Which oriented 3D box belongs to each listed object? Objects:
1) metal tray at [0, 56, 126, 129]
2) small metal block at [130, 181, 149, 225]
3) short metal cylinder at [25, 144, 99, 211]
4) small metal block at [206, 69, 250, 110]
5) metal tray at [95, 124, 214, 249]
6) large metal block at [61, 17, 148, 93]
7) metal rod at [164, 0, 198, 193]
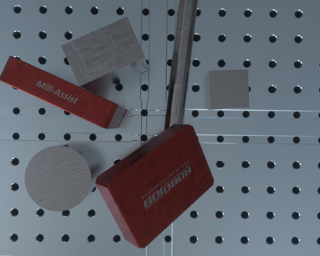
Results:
[{"bbox_3d":[-0.111,-0.039,0.379,0.131,0.090,0.030,25,90,0],"label":"metal tray"},{"bbox_3d":[-0.025,0.096,0.401,0.025,0.050,0.050,5,90,0],"label":"small metal block"},{"bbox_3d":[-0.123,0.061,0.400,0.081,0.050,0.080,0,90,0],"label":"short metal cylinder"},{"bbox_3d":[0.090,-0.050,0.414,0.050,0.025,0.050,-2,90,0],"label":"small metal block"},{"bbox_3d":[0.000,0.063,0.366,0.131,0.030,0.090,-34,111,-31],"label":"metal tray"},{"bbox_3d":[-0.063,-0.086,0.385,0.080,0.080,0.050,-24,90,0],"label":"large metal block"},{"bbox_3d":[0.021,-0.026,0.413,0.025,0.025,0.298,7,90,0],"label":"metal rod"}]
